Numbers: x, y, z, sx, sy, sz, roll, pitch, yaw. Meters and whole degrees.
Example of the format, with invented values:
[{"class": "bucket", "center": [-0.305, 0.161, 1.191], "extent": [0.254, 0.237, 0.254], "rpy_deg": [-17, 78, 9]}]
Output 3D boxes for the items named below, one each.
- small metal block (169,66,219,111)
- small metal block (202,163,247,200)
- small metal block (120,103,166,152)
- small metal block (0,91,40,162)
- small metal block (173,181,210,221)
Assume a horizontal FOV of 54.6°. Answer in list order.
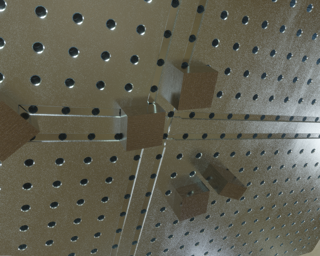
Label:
[{"class": "small metal block", "center": [0.043, -0.052, 0.402], "extent": [0.050, 0.025, 0.050], "rpy_deg": [-7, 122, -25]}, {"class": "small metal block", "center": [0.105, 0.088, 0.505], "extent": [0.050, 0.050, 0.025], "rpy_deg": [22, 106, -36]}, {"class": "small metal block", "center": [-0.023, -0.001, 0.397], "extent": [0.050, 0.025, 0.050], "rpy_deg": [-8, 122, -24]}, {"class": "small metal block", "center": [-0.164, -0.001, 0.321], "extent": [0.050, 0.025, 0.050], "rpy_deg": [-39, 129, -2]}, {"class": "small metal block", "center": [0.052, 0.121, 0.513], "extent": [0.050, 0.025, 0.050], "rpy_deg": [-11, 123, -23]}]
